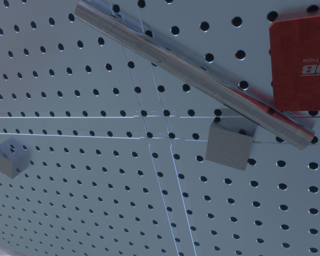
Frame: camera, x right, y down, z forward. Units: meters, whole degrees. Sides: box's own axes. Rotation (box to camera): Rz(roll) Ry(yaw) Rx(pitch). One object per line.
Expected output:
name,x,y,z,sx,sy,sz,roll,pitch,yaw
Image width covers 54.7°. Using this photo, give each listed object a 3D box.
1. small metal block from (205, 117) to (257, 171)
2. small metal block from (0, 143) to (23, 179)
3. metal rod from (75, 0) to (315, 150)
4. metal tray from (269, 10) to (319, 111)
small metal block,0.086,0.019,0.378,0.050,0.025,0.050,16,125,19
small metal block,-0.301,0.066,0.611,0.050,0.025,0.050,29,128,10
metal rod,0.033,-0.065,0.353,0.301,0.025,0.025,32,129,7
metal tray,0.171,-0.062,0.279,0.130,0.030,0.089,1,119,27
